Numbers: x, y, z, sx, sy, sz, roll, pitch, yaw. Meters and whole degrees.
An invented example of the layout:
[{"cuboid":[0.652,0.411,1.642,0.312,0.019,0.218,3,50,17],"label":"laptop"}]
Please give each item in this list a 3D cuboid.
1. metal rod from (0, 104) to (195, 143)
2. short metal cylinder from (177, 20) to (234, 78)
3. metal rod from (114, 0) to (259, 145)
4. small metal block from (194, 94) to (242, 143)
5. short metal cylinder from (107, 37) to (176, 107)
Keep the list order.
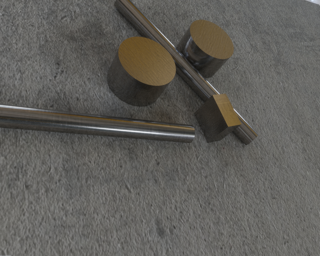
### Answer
[{"cuboid":[-0.095,-0.006,0.355,0.302,0.025,0.025,6,59,-25],"label":"metal rod"},{"cuboid":[0.072,-0.128,0.504,0.081,0.050,0.080,14,56,-21],"label":"short metal cylinder"},{"cuboid":[0.038,-0.092,0.480,0.300,0.025,0.025,47,51,5],"label":"metal rod"},{"cuboid":[0.080,-0.013,0.439,0.025,0.050,0.050,-9,67,-32],"label":"small metal block"},{"cuboid":[-0.026,-0.076,0.420,0.081,0.050,0.080,14,56,-21],"label":"short metal cylinder"}]
